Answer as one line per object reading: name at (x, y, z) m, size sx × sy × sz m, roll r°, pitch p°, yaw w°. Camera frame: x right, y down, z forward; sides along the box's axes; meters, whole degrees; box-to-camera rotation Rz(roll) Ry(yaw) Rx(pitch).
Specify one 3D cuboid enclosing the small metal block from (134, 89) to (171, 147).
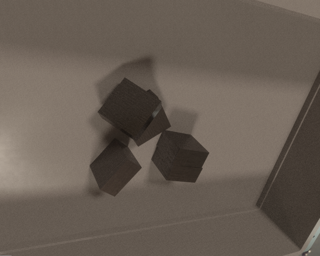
small metal block at (-0.020, -0.012, 0.391) m, size 0.050 × 0.025 × 0.050 m, roll -32°, pitch 129°, yaw -8°

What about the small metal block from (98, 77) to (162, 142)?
small metal block at (-0.033, -0.021, 0.352) m, size 0.050 × 0.050 × 0.025 m, roll -54°, pitch 172°, yaw -12°

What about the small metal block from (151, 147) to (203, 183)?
small metal block at (0.023, 0.051, 0.438) m, size 0.050 × 0.050 × 0.025 m, roll 11°, pitch 113°, yaw -34°

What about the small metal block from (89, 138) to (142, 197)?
small metal block at (-0.057, 0.049, 0.393) m, size 0.050 × 0.050 × 0.025 m, roll -47°, pitch 130°, yaw 5°

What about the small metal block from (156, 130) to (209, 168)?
small metal block at (0.031, 0.029, 0.429) m, size 0.050 × 0.050 × 0.025 m, roll 10°, pitch 113°, yaw -33°
